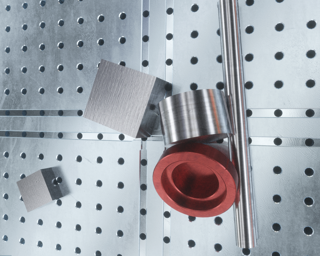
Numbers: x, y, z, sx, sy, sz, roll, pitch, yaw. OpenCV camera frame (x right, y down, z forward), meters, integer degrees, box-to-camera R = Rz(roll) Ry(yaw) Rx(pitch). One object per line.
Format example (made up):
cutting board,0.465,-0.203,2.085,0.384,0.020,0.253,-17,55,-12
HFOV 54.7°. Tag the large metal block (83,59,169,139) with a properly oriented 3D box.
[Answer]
large metal block,-0.044,-0.038,0.414,0.080,0.050,0.080,21,97,18

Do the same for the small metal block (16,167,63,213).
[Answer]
small metal block,-0.185,0.095,0.476,0.050,0.025,0.050,-27,81,17

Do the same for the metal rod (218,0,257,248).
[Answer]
metal rod,0.094,-0.008,0.379,0.025,0.025,0.298,-4,89,19

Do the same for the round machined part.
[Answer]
round machined part,0.044,0.057,0.373,0.098,0.042,0.097,10,124,15

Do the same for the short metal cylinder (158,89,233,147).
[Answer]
short metal cylinder,0.041,-0.009,0.366,0.080,0.080,0.050,-13,79,19
